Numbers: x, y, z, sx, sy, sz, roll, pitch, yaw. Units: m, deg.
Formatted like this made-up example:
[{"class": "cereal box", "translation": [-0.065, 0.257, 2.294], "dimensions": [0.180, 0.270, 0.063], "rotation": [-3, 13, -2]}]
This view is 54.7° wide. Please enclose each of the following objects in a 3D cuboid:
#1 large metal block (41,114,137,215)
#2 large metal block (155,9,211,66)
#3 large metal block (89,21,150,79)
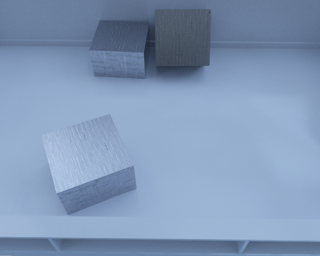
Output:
[{"class": "large metal block", "translation": [-0.080, 0.039, 0.355], "dimensions": [0.081, 0.050, 0.080], "rotation": [-19, 53, -15]}, {"class": "large metal block", "translation": [0.033, -0.137, 0.475], "dimensions": [0.081, 0.079, 0.050], "rotation": [-1, 14, -1]}, {"class": "large metal block", "translation": [-0.060, -0.126, 0.494], "dimensions": [0.080, 0.050, 0.080], "rotation": [3, 50, 3]}]
